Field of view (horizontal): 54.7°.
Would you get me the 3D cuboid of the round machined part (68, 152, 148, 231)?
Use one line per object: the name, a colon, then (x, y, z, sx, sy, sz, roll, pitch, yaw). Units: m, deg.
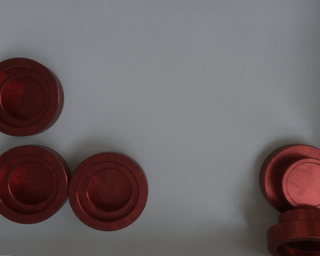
round machined part: (-0.064, 0.079, 0.402, 0.099, 0.042, 0.097, 0, 90, 0)

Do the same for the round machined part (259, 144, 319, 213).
round machined part: (0.185, 0.070, 0.404, 0.099, 0.042, 0.097, 0, 90, 0)

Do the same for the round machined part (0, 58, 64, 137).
round machined part: (-0.173, -0.038, 0.401, 0.099, 0.042, 0.097, 0, 90, 0)

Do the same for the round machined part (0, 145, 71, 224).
round machined part: (-0.163, 0.070, 0.402, 0.099, 0.042, 0.097, 0, 90, 0)

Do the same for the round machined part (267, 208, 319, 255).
round machined part: (0.185, 0.134, 0.386, 0.099, 0.097, 0.042, 12, 52, 0)
